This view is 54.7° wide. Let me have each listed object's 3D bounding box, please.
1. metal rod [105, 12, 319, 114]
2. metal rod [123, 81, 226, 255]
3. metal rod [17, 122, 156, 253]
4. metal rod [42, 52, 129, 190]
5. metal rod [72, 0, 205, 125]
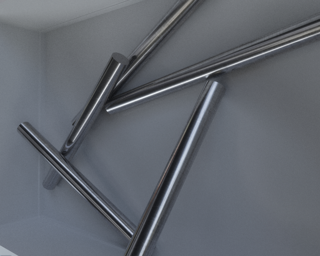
[{"bbox_3d":[0.041,-0.064,0.371,0.300,0.025,0.025,-16,80,38],"label":"metal rod"},{"bbox_3d":[-0.001,0.082,0.318,0.025,0.025,0.300,15,71,39],"label":"metal rod"},{"bbox_3d":[-0.124,0.084,0.474,0.300,0.025,0.025,37,113,23],"label":"metal rod"},{"bbox_3d":[-0.128,0.006,0.489,0.298,0.025,0.025,-52,60,34],"label":"metal rod"},{"bbox_3d":[-0.039,-0.089,0.436,0.299,0.025,0.025,-40,66,32],"label":"metal rod"}]
